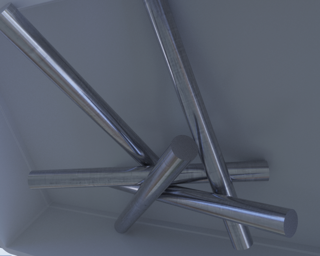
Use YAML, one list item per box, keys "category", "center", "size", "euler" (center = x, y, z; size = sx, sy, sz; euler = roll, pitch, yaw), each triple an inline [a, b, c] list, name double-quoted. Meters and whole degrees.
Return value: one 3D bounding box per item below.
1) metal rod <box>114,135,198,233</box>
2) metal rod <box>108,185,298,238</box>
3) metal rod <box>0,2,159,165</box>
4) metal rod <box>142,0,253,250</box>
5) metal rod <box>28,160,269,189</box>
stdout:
- category: "metal rod"
  center: [-0.021, 0.090, 0.391]
  size: [0.025, 0.025, 0.298]
  euler: [36, 146, 4]
- category: "metal rod"
  center: [0.019, 0.084, 0.387]
  size: [0.300, 0.025, 0.025]
  euler: [0, 120, 50]
- category: "metal rod"
  center: [-0.060, -0.010, 0.357]
  size: [0.025, 0.025, 0.300]
  euler: [-10, 138, 32]
- category: "metal rod"
  center: [0.046, -0.001, 0.347]
  size: [0.025, 0.025, 0.298]
  euler: [-16, 100, 34]
- category: "metal rod"
  center: [-0.020, 0.060, 0.393]
  size: [0.302, 0.025, 0.025]
  euler: [-3, 119, 7]
